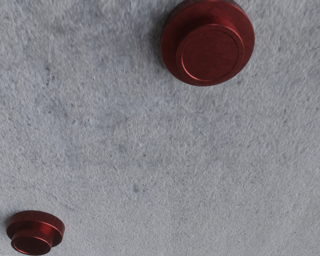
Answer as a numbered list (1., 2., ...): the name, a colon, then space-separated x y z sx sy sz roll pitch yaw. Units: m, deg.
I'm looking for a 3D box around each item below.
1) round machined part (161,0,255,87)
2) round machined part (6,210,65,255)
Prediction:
1. round machined part: 0.050 -0.084 0.325 0.099 0.042 0.097 -1 130 0
2. round machined part: -0.226 0.195 0.559 0.099 0.042 0.097 -1 130 0
